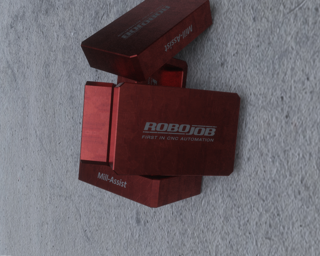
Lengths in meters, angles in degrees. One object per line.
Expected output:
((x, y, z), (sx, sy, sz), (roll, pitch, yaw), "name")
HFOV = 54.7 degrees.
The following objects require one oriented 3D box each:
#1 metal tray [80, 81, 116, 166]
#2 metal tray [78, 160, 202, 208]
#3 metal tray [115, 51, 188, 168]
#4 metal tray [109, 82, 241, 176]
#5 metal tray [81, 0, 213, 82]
((-0.064, -0.009, 0.394), (0.030, 0.130, 0.089), (5, 94, 3), "metal tray")
((-0.026, 0.058, 0.383), (0.130, 0.091, 0.030), (9, 96, 39), "metal tray")
((-0.010, -0.021, 0.370), (0.030, 0.091, 0.129), (9, 96, 39), "metal tray")
((0.016, 0.003, 0.326), (0.030, 0.131, 0.089), (-162, 76, -72), "metal tray")
((-0.013, -0.109, 0.355), (0.090, 0.131, 0.030), (22, 145, 37), "metal tray")
